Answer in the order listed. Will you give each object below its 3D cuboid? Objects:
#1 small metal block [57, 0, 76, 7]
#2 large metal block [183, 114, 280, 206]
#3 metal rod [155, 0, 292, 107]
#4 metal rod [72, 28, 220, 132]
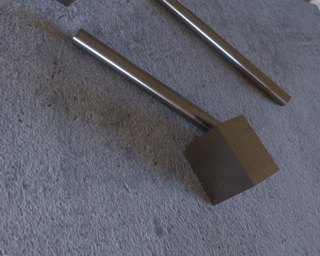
[{"bbox_3d":[-0.142,-0.211,0.441,0.050,0.050,0.025,31,52,-9],"label":"small metal block"},{"bbox_3d":[0.086,0.041,0.392,0.050,0.080,0.080,-19,72,-36],"label":"large metal block"},{"bbox_3d":[0.112,-0.144,0.554,0.300,0.025,0.025,40,51,-2],"label":"metal rod"},{"bbox_3d":[0.013,-0.043,0.438,0.301,0.025,0.025,33,51,-7],"label":"metal rod"}]
